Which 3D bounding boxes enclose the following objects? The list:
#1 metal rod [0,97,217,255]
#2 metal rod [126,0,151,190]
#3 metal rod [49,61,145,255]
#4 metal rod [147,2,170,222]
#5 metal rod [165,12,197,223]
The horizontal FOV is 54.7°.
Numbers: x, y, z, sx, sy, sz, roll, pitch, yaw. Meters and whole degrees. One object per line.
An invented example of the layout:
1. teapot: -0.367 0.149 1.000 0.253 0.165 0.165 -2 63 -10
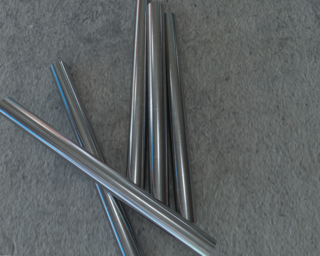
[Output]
1. metal rod: -0.070 0.052 0.360 0.301 0.025 0.025 33 73 11
2. metal rod: -0.028 -0.065 0.431 0.025 0.025 0.299 1 70 0
3. metal rod: -0.082 0.042 0.391 0.025 0.025 0.299 -23 72 -8
4. metal rod: -0.003 -0.033 0.409 0.025 0.025 0.299 -1 74 -1
5. metal rod: 0.022 -0.027 0.418 0.025 0.025 0.299 -3 70 -2
